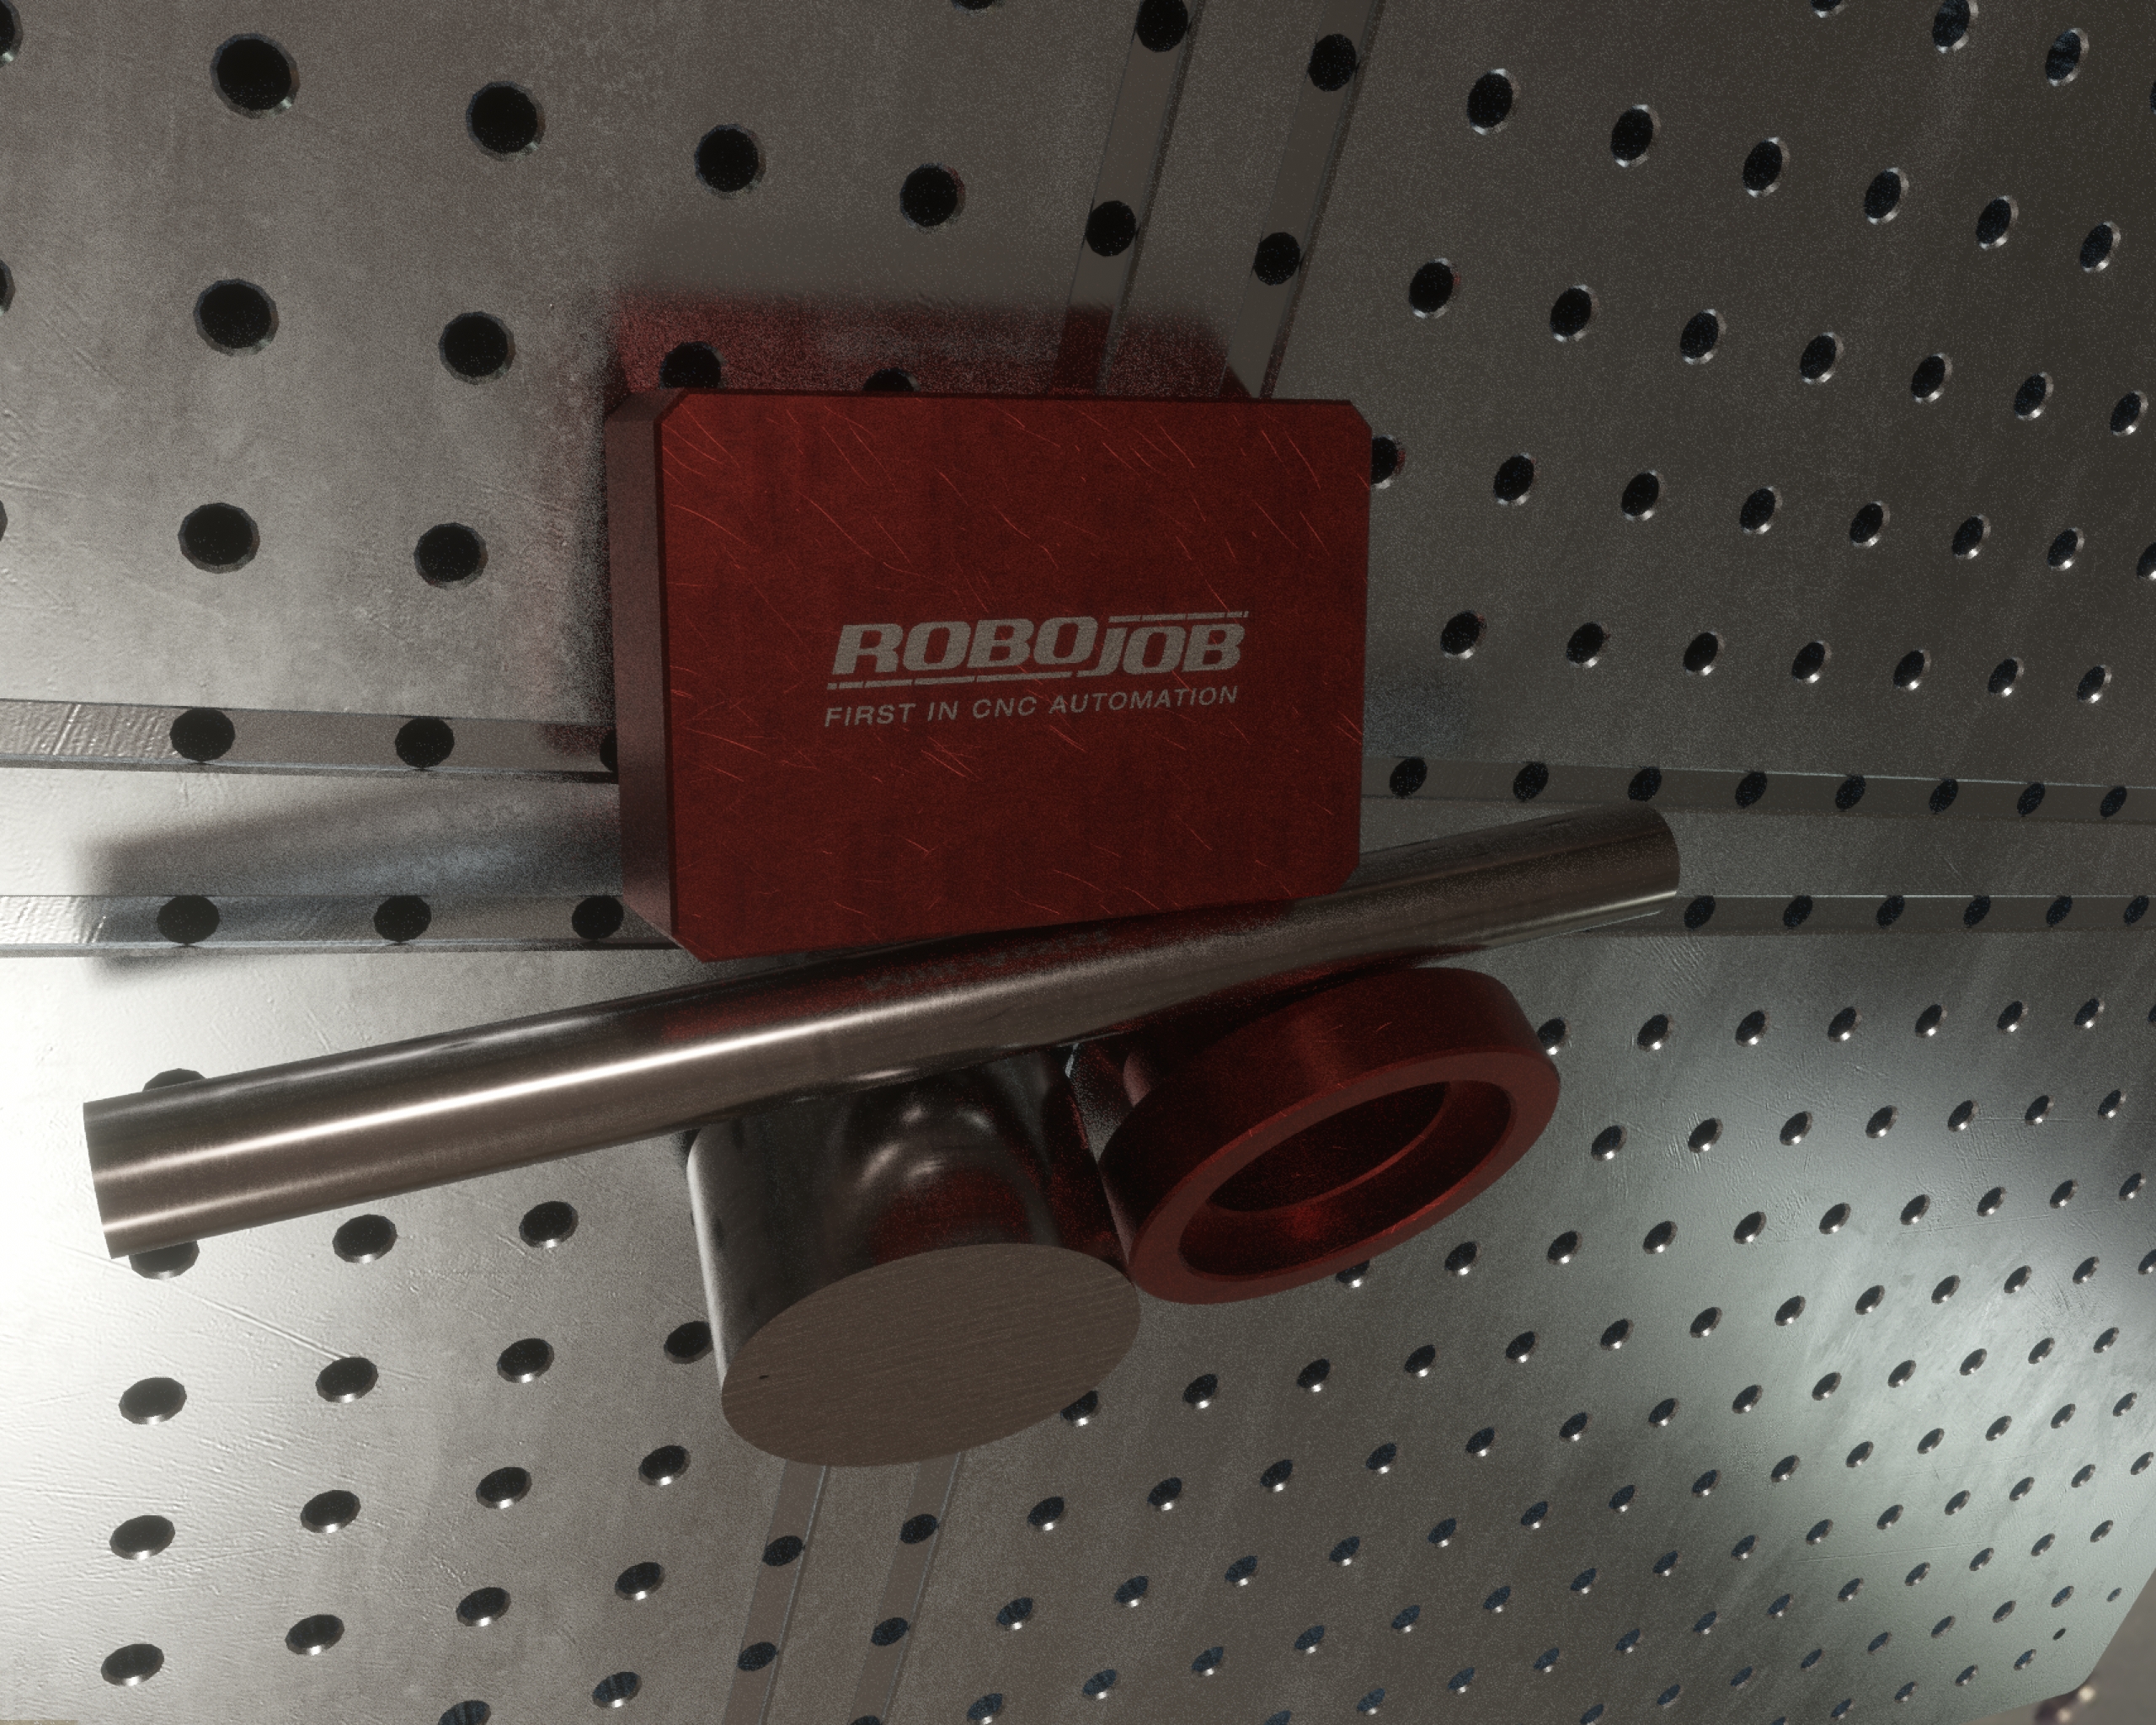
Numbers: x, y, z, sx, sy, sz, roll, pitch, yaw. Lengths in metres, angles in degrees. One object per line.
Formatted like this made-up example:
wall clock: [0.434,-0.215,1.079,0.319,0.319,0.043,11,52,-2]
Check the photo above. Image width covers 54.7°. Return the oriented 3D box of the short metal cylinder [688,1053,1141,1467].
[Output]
short metal cylinder: [-0.033,0.076,0.410,0.081,0.050,0.080,-11,140,-9]

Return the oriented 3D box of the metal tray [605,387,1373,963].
metal tray: [-0.012,-0.035,0.363,0.131,0.030,0.089,-5,102,-27]

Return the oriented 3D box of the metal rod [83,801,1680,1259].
metal rod: [-0.016,0.024,0.385,0.303,0.025,0.025,-11,123,-23]

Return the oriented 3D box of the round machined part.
round machined part: [0.049,0.051,0.445,0.099,0.042,0.098,-18,148,-12]

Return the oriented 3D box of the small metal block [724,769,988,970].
small metal block: [-0.035,0.015,0.414,0.050,0.025,0.050,19,108,-36]
